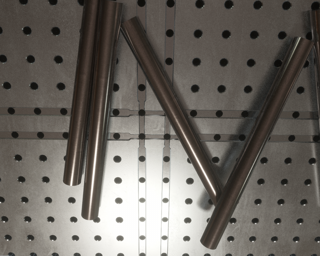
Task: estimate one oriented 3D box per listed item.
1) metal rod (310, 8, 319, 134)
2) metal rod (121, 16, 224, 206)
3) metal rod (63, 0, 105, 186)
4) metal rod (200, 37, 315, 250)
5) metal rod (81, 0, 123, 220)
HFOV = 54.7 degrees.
[{"bbox_3d":[0.227,-0.005,0.414,0.025,0.025,0.298,-14,110,4],"label":"metal rod"},{"bbox_3d":[0.030,-0.002,0.412,0.025,0.025,0.299,-26,108,9],"label":"metal rod"},{"bbox_3d":[-0.094,-0.061,0.389,0.025,0.025,0.298,11,110,-5],"label":"metal rod"},{"bbox_3d":[0.122,0.029,0.408,0.025,0.025,0.298,20,102,-8],"label":"metal rod"},{"bbox_3d":[-0.079,-0.006,0.401,0.025,0.025,0.298,9,113,-4],"label":"metal rod"}]
